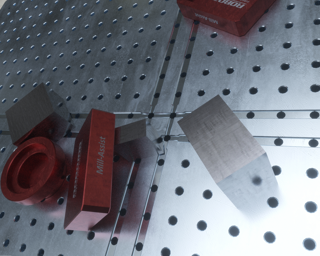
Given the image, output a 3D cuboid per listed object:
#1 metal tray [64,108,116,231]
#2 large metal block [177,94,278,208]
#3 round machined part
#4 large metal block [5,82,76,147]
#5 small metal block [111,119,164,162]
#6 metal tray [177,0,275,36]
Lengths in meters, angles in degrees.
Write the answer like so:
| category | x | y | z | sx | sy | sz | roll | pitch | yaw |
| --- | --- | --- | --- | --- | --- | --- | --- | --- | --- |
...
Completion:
| category | x | y | z | sx | sy | sz | roll | pitch | yaw |
| --- | --- | --- | --- | --- | --- | --- | --- | --- | --- |
| metal tray | -0.087 | 0.052 | 0.387 | 0.090 | 0.030 | 0.130 | -47 | 37 | 48 |
| large metal block | 0.070 | 0.026 | 0.320 | 0.050 | 0.080 | 0.080 | -34 | 51 | 6 |
| round machined part | -0.178 | 0.065 | 0.451 | 0.098 | 0.042 | 0.098 | -13 | 56 | 21 |
| large metal block | -0.195 | -0.014 | 0.504 | 0.080 | 0.050 | 0.080 | -38 | 51 | 3 |
| small metal block | -0.029 | 0.017 | 0.397 | 0.050 | 0.050 | 0.025 | -17 | 55 | 19 |
| metal tray | 0.100 | -0.199 | 0.474 | 0.090 | 0.030 | 0.130 | -48 | 51 | -6 |
